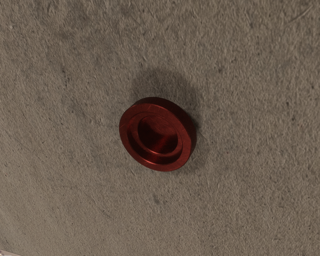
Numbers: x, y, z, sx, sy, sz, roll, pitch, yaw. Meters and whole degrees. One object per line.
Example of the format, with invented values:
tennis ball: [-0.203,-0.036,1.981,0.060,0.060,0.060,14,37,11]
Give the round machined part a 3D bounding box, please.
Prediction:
round machined part: [0.001,0.004,0.397,0.098,0.042,0.097,13,124,20]
